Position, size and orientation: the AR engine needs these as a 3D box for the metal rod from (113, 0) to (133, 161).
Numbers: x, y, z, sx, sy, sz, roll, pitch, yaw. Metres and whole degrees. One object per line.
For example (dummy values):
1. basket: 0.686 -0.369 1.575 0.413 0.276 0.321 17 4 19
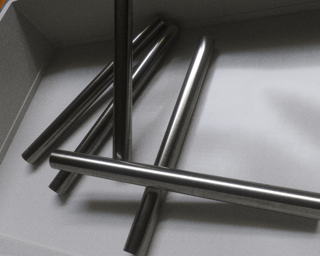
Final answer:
1. metal rod: -0.049 -0.099 0.410 0.025 0.025 0.298 -1 87 28

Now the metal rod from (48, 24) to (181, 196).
1. metal rod: -0.061 -0.034 0.458 0.025 0.025 0.300 25 75 37

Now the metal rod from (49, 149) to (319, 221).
1. metal rod: 0.009 0.056 0.337 0.301 0.025 0.025 7 65 21

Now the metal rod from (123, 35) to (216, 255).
1. metal rod: 0.020 0.006 0.391 0.025 0.025 0.300 7 65 31

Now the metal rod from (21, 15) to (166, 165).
1. metal rod: -0.103 -0.060 0.486 0.300 0.025 0.025 -46 51 -1
